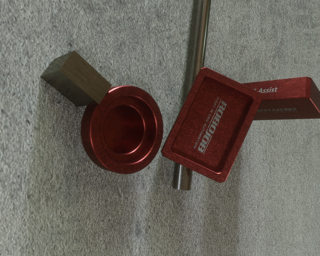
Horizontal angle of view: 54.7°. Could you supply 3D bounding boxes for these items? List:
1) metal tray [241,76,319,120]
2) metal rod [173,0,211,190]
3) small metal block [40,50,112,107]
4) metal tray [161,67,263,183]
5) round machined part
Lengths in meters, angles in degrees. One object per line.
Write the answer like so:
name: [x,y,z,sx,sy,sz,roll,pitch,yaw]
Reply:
metal tray: [0.169,-0.040,0.470,0.090,0.130,0.030,25,70,-48]
metal rod: [0.048,-0.062,0.447,0.025,0.025,0.298,12,83,-40]
small metal block: [-0.086,-0.048,0.317,0.050,0.050,0.025,43,64,-32]
metal tray: [0.068,-0.004,0.414,0.090,0.030,0.130,26,84,0]
round machined part: [-0.046,0.002,0.355,0.099,0.042,0.097,-2,93,-42]
